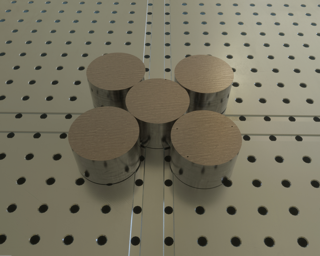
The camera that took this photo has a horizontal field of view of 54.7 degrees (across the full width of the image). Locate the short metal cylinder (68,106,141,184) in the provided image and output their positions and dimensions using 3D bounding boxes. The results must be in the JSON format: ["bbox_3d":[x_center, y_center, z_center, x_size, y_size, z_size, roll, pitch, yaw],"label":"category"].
[{"bbox_3d":[-0.064,0.020,0.372,0.081,0.050,0.080,0,50,0],"label":"short metal cylinder"}]

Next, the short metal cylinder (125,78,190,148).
[{"bbox_3d":[-0.003,-0.020,0.407,0.081,0.050,0.080,0,50,0],"label":"short metal cylinder"}]

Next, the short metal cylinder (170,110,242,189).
[{"bbox_3d":[0.052,0.025,0.370,0.081,0.050,0.080,0,50,0],"label":"short metal cylinder"}]

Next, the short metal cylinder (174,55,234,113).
[{"bbox_3d":[0.060,-0.059,0.439,0.081,0.050,0.080,0,50,0],"label":"short metal cylinder"}]

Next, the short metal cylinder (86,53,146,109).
[{"bbox_3d":[-0.060,-0.063,0.443,0.081,0.050,0.080,0,50,0],"label":"short metal cylinder"}]
